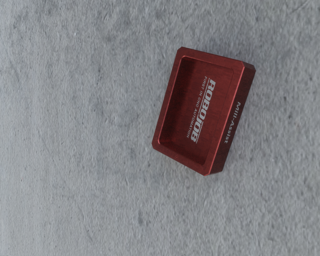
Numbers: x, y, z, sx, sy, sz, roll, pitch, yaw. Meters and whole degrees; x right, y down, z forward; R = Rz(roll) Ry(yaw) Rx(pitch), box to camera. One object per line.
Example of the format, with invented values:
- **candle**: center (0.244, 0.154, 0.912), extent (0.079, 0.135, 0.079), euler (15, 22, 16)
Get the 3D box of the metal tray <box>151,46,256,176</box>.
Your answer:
- **metal tray**: center (0.046, -0.021, 0.363), extent (0.090, 0.030, 0.129), euler (25, 106, 37)
